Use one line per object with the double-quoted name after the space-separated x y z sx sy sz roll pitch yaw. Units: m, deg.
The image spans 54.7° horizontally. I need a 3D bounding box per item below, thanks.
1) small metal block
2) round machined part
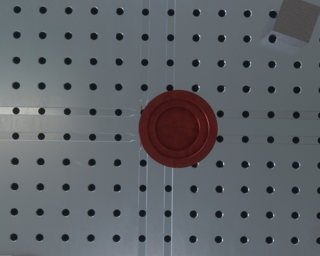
0.178 -0.142 0.415 0.050 0.025 0.050 20 90 0 "small metal block"
0.023 0.001 0.405 0.099 0.042 0.097 0 90 0 "round machined part"
